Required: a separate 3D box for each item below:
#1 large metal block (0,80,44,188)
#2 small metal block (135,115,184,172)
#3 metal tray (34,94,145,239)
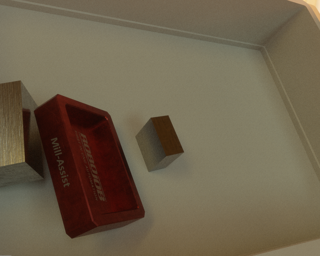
[{"bbox_3d":[-0.157,0.010,0.281,0.081,0.050,0.080,-11,65,-8],"label":"large metal block"},{"bbox_3d":[-0.002,0.020,0.378,0.025,0.050,0.050,-9,67,-33],"label":"small metal block"},{"bbox_3d":[-0.069,0.037,0.313,0.090,0.030,0.130,21,43,-63],"label":"metal tray"}]
